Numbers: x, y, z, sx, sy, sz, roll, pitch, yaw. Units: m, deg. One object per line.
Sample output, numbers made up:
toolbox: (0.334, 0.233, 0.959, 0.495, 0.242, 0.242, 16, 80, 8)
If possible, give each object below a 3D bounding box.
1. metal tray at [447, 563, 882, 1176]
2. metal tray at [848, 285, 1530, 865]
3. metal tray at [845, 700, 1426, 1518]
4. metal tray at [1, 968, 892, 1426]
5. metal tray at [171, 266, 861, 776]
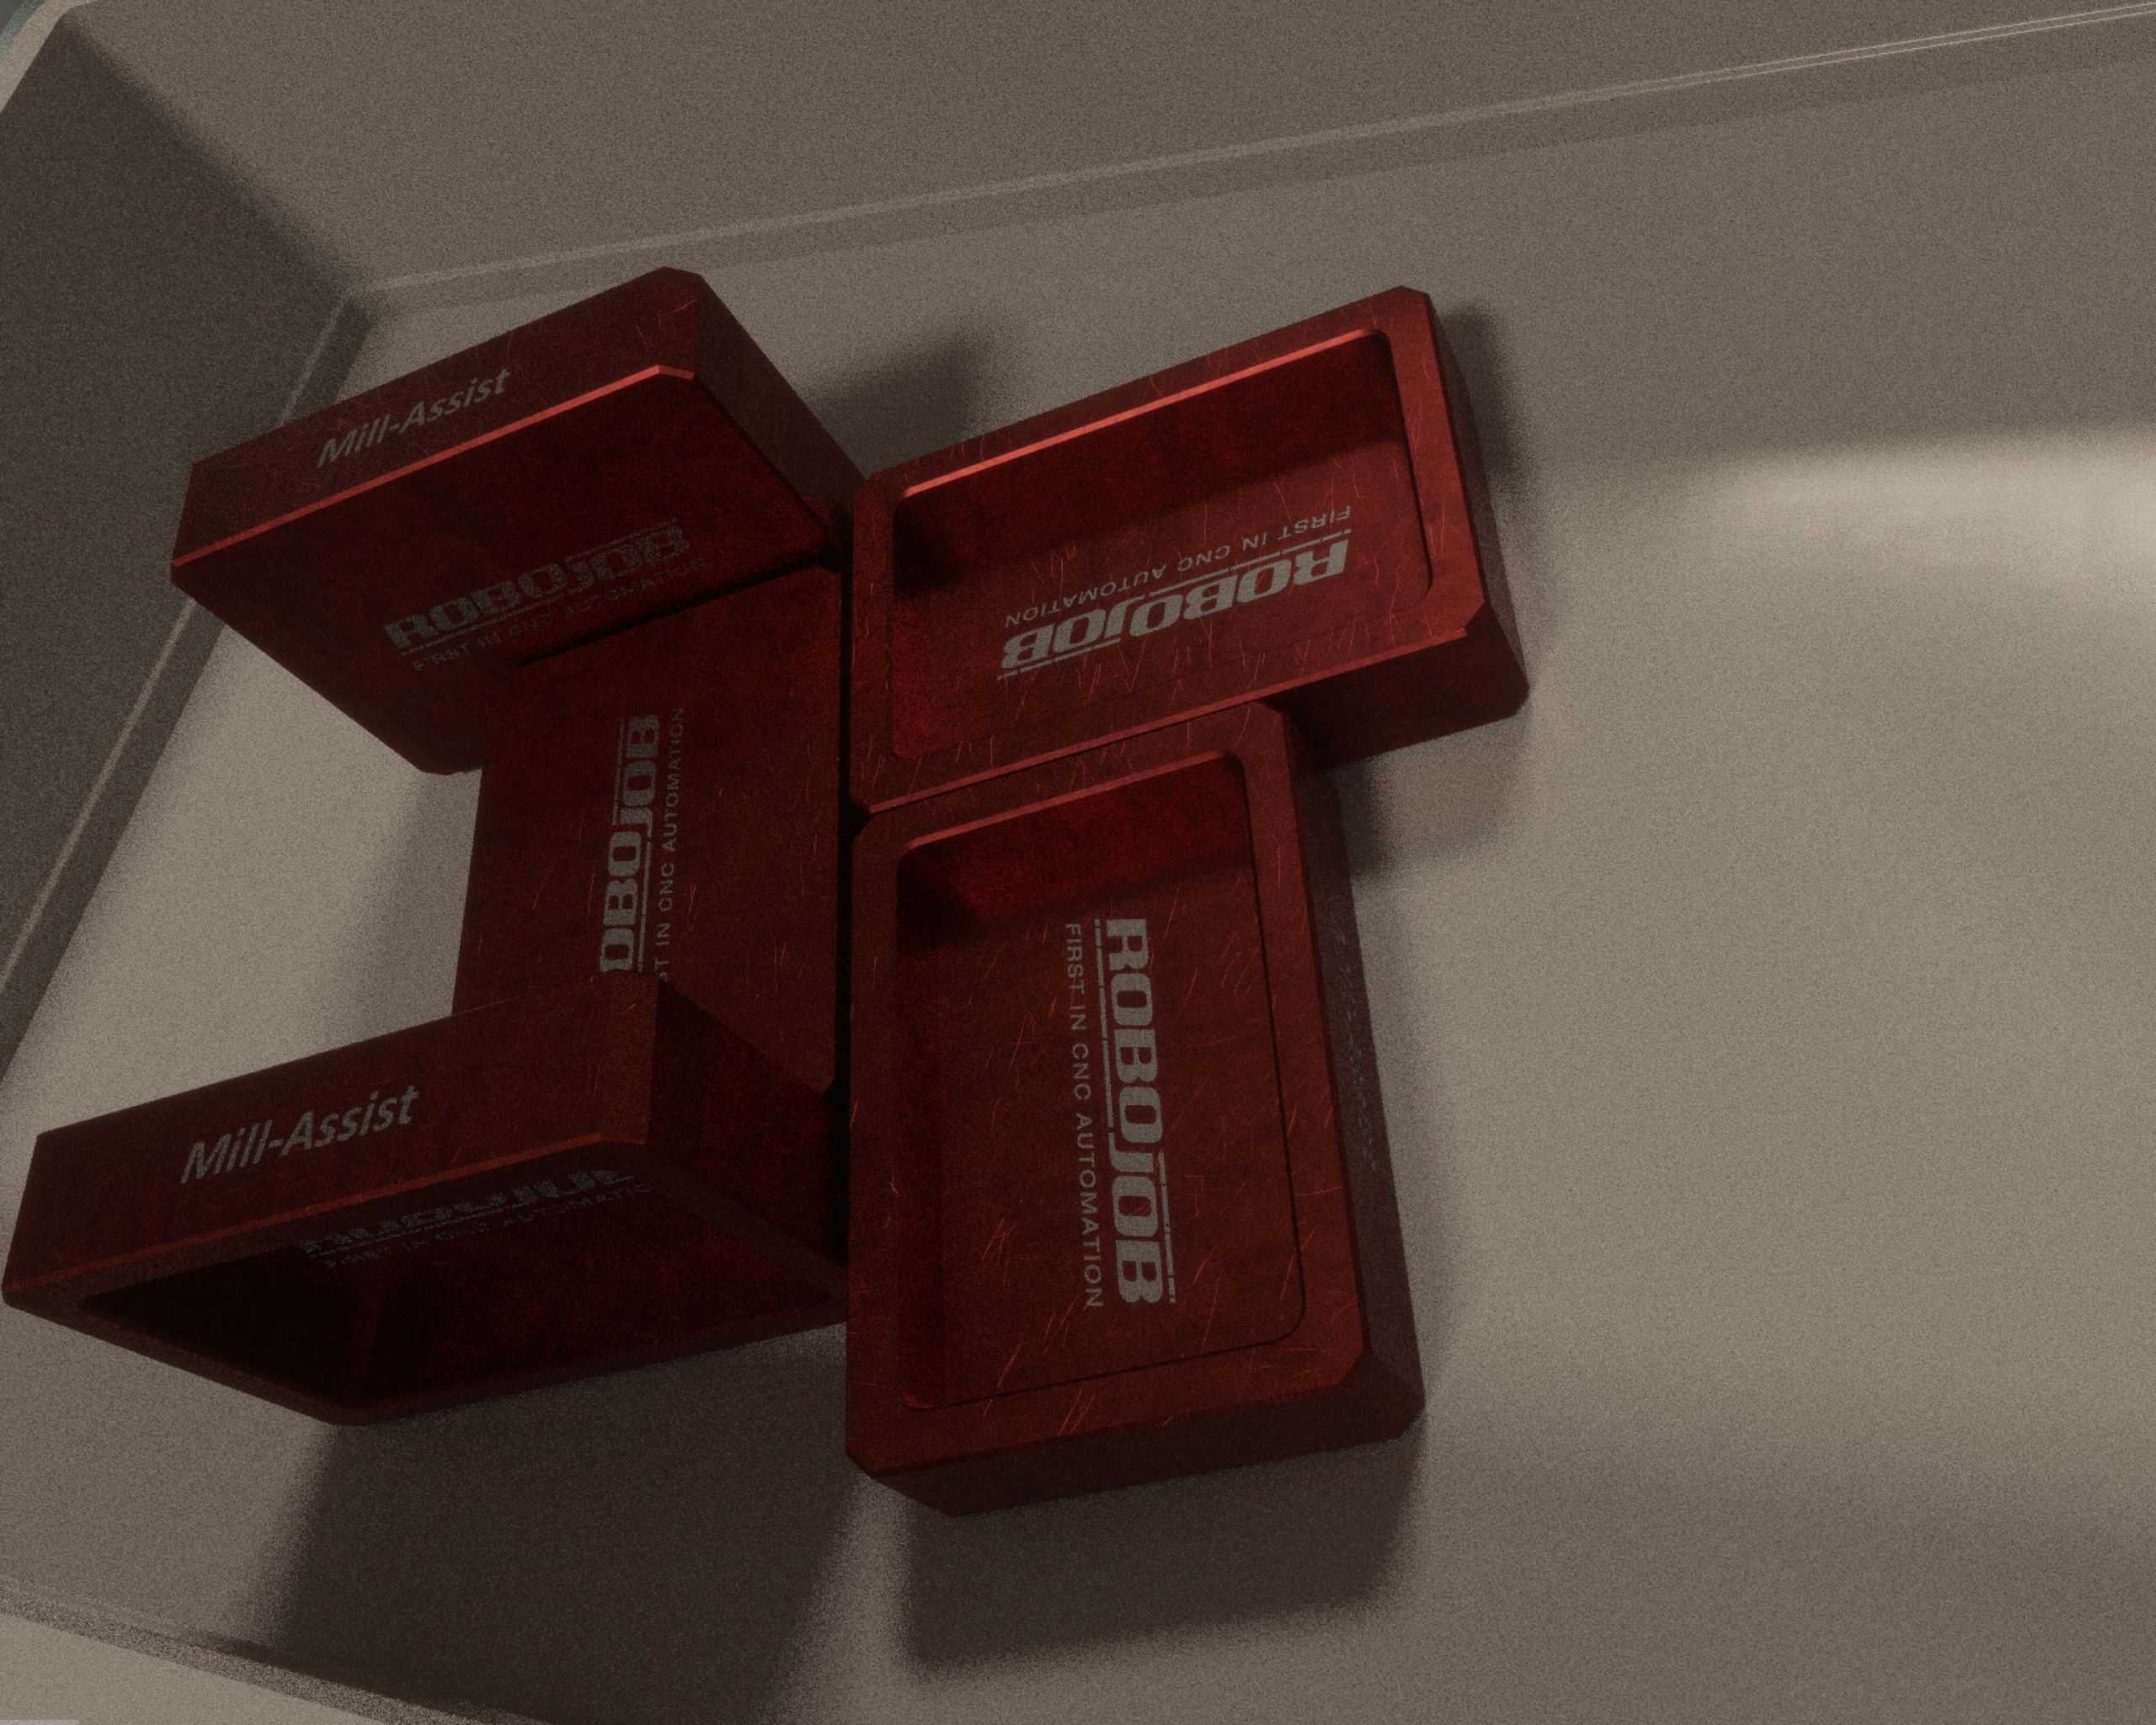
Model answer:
metal tray: (-0.083, 0.007, 0.436, 0.090, 0.030, 0.130, -16, 55, 18)
metal tray: (0.018, -0.056, 0.424, 0.130, 0.030, 0.090, -16, 55, 18)
metal tray: (0.006, 0.042, 0.371, 0.090, 0.030, 0.130, -16, 55, 18)
metal tray: (-0.109, 0.065, 0.376, 0.130, 0.090, 0.030, -16, 56, 19)
metal tray: (-0.118, -0.070, 0.462, 0.130, 0.090, 0.030, -17, 55, 18)
